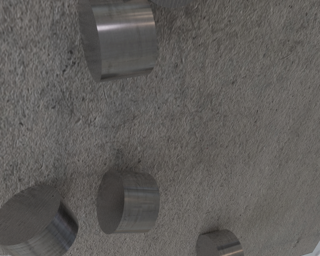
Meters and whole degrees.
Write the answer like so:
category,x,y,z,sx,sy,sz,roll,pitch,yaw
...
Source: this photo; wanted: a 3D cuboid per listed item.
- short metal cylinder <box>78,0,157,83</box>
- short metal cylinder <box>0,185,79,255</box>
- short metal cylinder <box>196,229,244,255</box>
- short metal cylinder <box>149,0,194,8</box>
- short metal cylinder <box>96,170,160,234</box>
category,x,y,z,sx,sy,sz,roll,pitch,yaw
short metal cylinder,-0.042,-0.086,0.294,0.050,0.080,0.079,-13,124,-21
short metal cylinder,-0.144,0.114,0.363,0.080,0.080,0.050,-27,128,-12
short metal cylinder,0.110,0.235,0.577,0.050,0.080,0.079,-4,121,-26
short metal cylinder,0.003,-0.160,0.293,0.081,0.050,0.079,-14,124,-21
short metal cylinder,-0.044,0.097,0.407,0.050,0.080,0.079,11,113,-33
